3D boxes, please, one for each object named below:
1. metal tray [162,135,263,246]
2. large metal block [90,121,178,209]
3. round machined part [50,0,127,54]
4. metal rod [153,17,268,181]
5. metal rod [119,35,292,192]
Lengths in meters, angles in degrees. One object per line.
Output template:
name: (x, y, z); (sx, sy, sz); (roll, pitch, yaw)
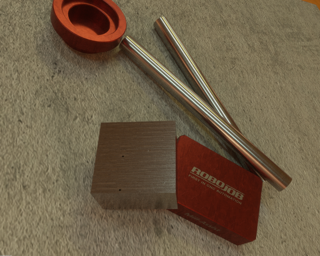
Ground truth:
metal tray: (0.064, 0.077, 0.390); (0.131, 0.030, 0.090); (30, 52, -10)
large metal block: (-0.022, 0.040, 0.331); (0.080, 0.050, 0.080); (-1, 58, 5)
round machined part: (-0.100, -0.142, 0.427); (0.099, 0.042, 0.098); (14, 56, -21)
metal rod: (0.073, -0.050, 0.475); (0.025, 0.025, 0.299); (-20, 72, -36)
metal rod: (0.058, -0.025, 0.434); (0.300, 0.025, 0.025); (43, 50, 8)
